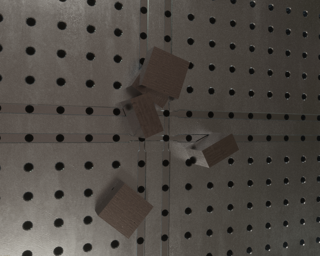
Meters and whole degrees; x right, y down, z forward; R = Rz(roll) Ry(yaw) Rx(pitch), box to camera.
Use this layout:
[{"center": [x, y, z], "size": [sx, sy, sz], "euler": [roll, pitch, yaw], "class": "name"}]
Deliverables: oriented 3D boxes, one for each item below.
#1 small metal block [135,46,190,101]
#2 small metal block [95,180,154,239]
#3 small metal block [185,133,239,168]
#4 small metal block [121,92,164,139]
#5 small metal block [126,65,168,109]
[{"center": [0.003, -0.067, 0.388], "size": [0.050, 0.025, 0.050], "euler": [20, 83, -20], "class": "small metal block"}, {"center": [-0.046, 0.103, 0.397], "size": [0.050, 0.025, 0.050], "euler": [43, 76, -15], "class": "small metal block"}, {"center": [0.071, 0.029, 0.427], "size": [0.050, 0.050, 0.025], "euler": [-28, 100, -18], "class": "small metal block"}, {"center": [-0.024, -0.016, 0.391], "size": [0.025, 0.050, 0.050], "euler": [-24, 99, -18], "class": "small metal block"}, {"center": [-0.007, -0.060, 0.411], "size": [0.050, 0.025, 0.050], "euler": [36, 78, -17], "class": "small metal block"}]
